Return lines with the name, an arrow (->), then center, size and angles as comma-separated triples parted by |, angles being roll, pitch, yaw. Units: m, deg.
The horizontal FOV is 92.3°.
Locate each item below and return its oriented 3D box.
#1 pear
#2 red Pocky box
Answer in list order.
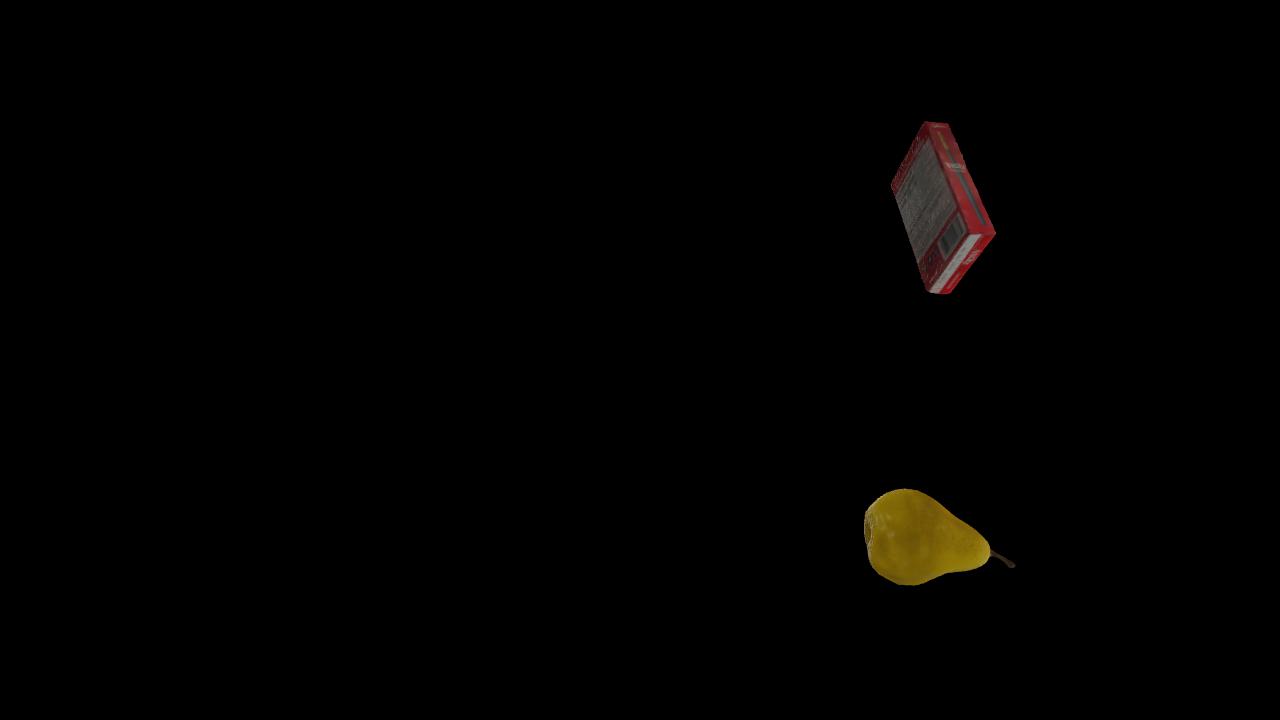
pear -> 0.248, 0.148, 0.514 | 0.111, 0.080, 0.080 | 0, 0, 9
red Pocky box -> 0.288, -0.149, 0.595 | 0.028, 0.155, 0.083 | 2, -33, -3
